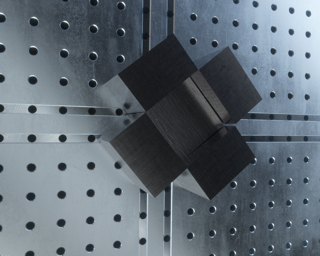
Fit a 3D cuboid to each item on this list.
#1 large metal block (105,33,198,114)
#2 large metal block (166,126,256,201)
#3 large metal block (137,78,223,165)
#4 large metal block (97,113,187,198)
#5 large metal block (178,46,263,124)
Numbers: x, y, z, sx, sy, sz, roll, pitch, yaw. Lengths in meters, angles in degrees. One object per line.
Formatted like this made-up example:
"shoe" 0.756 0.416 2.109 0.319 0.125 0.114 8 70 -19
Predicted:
"large metal block" -0.014 -0.062 0.378 0.080 0.080 0.050 -40 103 -15
"large metal block" 0.061 0.041 0.407 0.080 0.080 0.050 -39 103 -16
"large metal block" 0.020 -0.011 0.405 0.080 0.050 0.080 -40 101 -14
"large metal block" -0.025 0.030 0.374 0.050 0.080 0.080 -41 103 -15
"large metal block" 0.073 -0.052 0.410 0.050 0.080 0.080 -41 103 -16
